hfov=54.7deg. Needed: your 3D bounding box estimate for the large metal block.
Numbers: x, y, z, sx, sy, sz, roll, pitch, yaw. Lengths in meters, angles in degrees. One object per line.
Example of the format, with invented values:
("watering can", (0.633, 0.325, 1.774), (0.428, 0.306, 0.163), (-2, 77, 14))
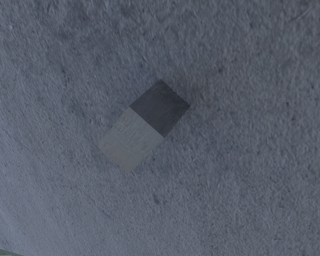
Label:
("large metal block", (-0.019, -0.003, 0.378), (0.050, 0.080, 0.080), (42, 129, -1))
